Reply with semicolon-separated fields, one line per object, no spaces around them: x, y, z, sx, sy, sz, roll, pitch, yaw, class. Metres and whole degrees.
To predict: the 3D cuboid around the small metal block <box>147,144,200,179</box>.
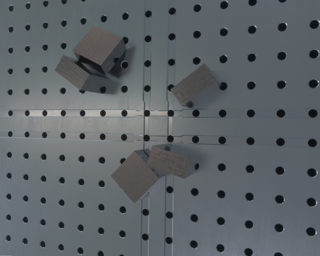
0.018;0.041;0.393;0.050;0.050;0.025;18;96;19;small metal block

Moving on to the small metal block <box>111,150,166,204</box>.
-0.030;0.065;0.424;0.050;0.025;0.050;47;104;14;small metal block

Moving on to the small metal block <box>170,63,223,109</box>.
0.047;-0.050;0.383;0.050;0.050;0.025;-36;79;16;small metal block

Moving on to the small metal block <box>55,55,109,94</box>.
-0.109;-0.075;0.439;0.050;0.050;0.025;37;103;16;small metal block

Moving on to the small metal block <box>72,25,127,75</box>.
-0.084;-0.109;0.433;0.050;0.025;0.050;29;74;17;small metal block
